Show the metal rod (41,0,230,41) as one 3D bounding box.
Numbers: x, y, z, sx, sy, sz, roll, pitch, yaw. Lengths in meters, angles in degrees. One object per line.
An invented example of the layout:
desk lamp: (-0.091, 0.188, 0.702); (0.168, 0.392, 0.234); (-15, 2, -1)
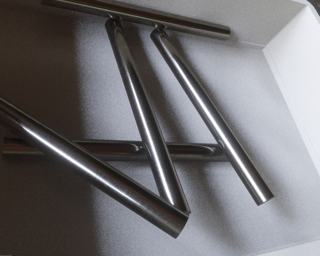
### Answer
metal rod: (-0.018, -0.168, 0.467); (0.303, 0.025, 0.025); (1, 61, -29)

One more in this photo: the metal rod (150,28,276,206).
metal rod: (0.062, -0.031, 0.434); (0.025, 0.025, 0.299); (-12, 61, -33)

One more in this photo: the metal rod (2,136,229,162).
metal rod: (-0.021, 0.028, 0.376); (0.302, 0.025, 0.025); (3, 60, -27)

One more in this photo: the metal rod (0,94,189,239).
metal rod: (-0.107, 0.014, 0.303); (0.301, 0.025, 0.025); (32, 51, 5)

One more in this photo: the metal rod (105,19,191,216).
metal rod: (-0.025, -0.033, 0.388); (0.025, 0.025, 0.299); (-2, 55, -29)
